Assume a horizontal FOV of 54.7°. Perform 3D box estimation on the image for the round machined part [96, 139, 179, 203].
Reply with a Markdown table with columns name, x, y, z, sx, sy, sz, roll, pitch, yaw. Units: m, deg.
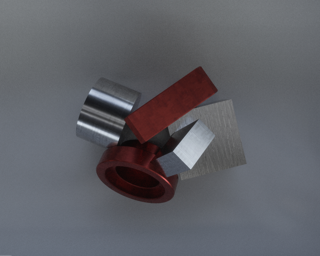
| name | x | y | z | sx | sy | sz | roll | pitch | yaw |
| --- | --- | --- | --- | --- | --- | --- | --- | --- | --- |
| round machined part | -0.024 | 0.051 | 0.383 | 0.098 | 0.097 | 0.042 | 20 | 55 | -1 |

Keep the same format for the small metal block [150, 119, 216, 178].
| name | x | y | z | sx | sy | sz | roll | pitch | yaw |
| --- | --- | --- | --- | --- | --- | --- | --- | --- | --- |
| small metal block | 0.024 | 0.022 | 0.329 | 0.025 | 0.050 | 0.050 | 46 | 58 | -7 |

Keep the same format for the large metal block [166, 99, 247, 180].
| name | x | y | z | sx | sy | sz | roll | pitch | yaw |
| --- | --- | --- | --- | --- | --- | --- | --- | --- | --- |
| large metal block | 0.054 | 0.012 | 0.391 | 0.080 | 0.050 | 0.080 | -14 | 95 | -1 |

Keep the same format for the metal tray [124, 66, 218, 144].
| name | x | y | z | sx | sy | sz | roll | pitch | yaw |
| --- | --- | --- | --- | --- | --- | --- | --- | --- | --- |
| metal tray | 0.010 | -0.023 | 0.357 | 0.090 | 0.130 | 0.030 | -35 | 91 | 0 |

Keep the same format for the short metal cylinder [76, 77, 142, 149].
| name | x | y | z | sx | sy | sz | roll | pitch | yaw |
| --- | --- | --- | --- | --- | --- | --- | --- | --- | --- |
| short metal cylinder | -0.062 | -0.016 | 0.381 | 0.050 | 0.080 | 0.080 | 23 | 90 | -1 |
